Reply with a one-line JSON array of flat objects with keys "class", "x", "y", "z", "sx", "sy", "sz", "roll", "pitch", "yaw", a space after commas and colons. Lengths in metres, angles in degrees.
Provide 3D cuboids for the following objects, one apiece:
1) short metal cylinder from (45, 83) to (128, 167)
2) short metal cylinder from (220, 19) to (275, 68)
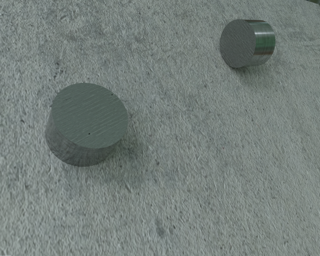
[{"class": "short metal cylinder", "x": -0.082, "y": -0.003, "z": 0.345, "sx": 0.081, "sy": 0.050, "sz": 0.080, "roll": 14, "pitch": 56, "yaw": -21}, {"class": "short metal cylinder", "x": 0.151, "y": -0.147, "z": 0.539, "sx": 0.050, "sy": 0.080, "sz": 0.080, "roll": -12, "pitch": 68, "yaw": -33}]
